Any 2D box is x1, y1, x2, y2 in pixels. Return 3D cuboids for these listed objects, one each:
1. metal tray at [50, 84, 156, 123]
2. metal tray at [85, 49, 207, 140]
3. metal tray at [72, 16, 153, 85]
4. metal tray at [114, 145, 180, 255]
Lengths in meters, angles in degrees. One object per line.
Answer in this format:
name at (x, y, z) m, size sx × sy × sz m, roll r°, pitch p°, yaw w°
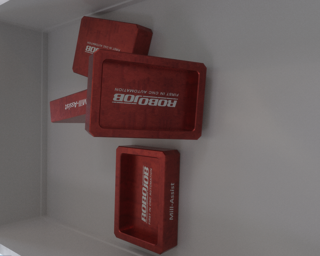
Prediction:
metal tray at (-0.078, -0.030, 0.428) m, size 0.130 × 0.091 × 0.030 m, roll -9°, pitch 84°, yaw 39°
metal tray at (-0.014, -0.034, 0.350) m, size 0.030 × 0.131 × 0.089 m, roll -168°, pitch 81°, yaw -67°
metal tray at (-0.076, -0.114, 0.467) m, size 0.130 × 0.030 × 0.089 m, roll 23°, pitch 104°, yaw 37°
metal tray at (-0.020, 0.091, 0.419) m, size 0.090 × 0.030 × 0.129 m, roll 3°, pitch 92°, yaw 40°
